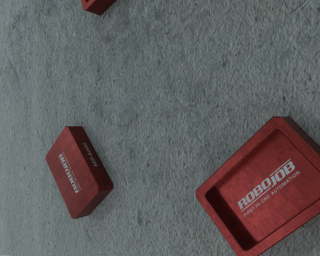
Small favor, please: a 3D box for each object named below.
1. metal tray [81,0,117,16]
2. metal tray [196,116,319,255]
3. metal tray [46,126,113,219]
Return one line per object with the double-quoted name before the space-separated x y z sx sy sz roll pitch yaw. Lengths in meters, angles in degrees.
"metal tray" -0.095 -0.255 0.479 0.090 0.030 0.129 -28 73 36
"metal tray" 0.107 0.062 0.313 0.129 0.030 0.090 -51 60 28
"metal tray" -0.138 0.072 0.516 0.090 0.030 0.130 -49 62 29
